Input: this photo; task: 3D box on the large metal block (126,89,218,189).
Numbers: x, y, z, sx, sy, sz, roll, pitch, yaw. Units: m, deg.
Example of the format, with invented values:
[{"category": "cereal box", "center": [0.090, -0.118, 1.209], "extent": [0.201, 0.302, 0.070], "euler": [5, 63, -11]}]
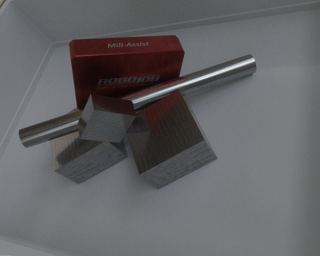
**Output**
[{"category": "large metal block", "center": [0.010, 0.014, 0.373], "extent": [0.080, 0.050, 0.080], "euler": [-29, 52, 9]}]

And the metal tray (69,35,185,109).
[{"category": "metal tray", "center": [-0.042, -0.068, 0.390], "extent": [0.131, 0.089, 0.030], "euler": [-7, 54, -14]}]

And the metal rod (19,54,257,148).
[{"category": "metal rod", "center": [-0.026, -0.035, 0.390], "extent": [0.302, 0.025, 0.025], "euler": [-18, 53, -2]}]

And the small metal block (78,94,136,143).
[{"category": "small metal block", "center": [-0.063, -0.010, 0.363], "extent": [0.050, 0.050, 0.025], "euler": [-55, 40, 38]}]

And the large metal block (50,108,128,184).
[{"category": "large metal block", "center": [-0.101, 0.017, 0.426], "extent": [0.080, 0.050, 0.080], "euler": [-29, 52, 9]}]
